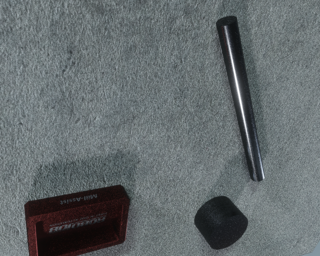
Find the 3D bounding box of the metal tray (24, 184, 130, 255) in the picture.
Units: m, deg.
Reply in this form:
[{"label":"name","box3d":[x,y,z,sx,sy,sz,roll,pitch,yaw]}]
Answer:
[{"label":"metal tray","box3d":[-0.111,0.132,0.424,0.131,0.030,0.089,-6,121,-26]}]

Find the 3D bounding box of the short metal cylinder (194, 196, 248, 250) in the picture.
[{"label":"short metal cylinder","box3d":[0.109,0.169,0.555,0.081,0.050,0.079,-14,124,-21]}]

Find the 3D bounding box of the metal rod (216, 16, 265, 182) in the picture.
[{"label":"metal rod","box3d":[0.127,-0.021,0.463,0.025,0.025,0.299,-31,129,-9]}]
